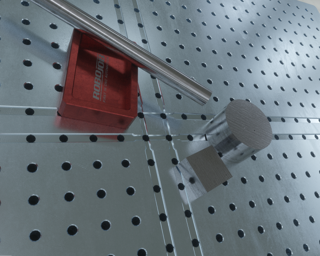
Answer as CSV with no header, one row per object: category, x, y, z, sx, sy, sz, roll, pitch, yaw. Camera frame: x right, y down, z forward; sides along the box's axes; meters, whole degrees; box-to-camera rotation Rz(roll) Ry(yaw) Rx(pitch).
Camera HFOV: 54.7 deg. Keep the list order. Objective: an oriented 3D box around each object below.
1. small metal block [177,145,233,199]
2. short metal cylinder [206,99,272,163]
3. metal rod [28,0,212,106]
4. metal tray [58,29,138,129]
small metal block,0.059,0.057,0.407,0.050,0.025,0.050,-21,73,-36
short metal cylinder,0.115,0.005,0.453,0.081,0.050,0.080,14,56,-21
metal rod,-0.063,-0.116,0.406,0.301,0.025,0.025,30,52,-9
metal tray,-0.076,-0.069,0.406,0.091,0.030,0.130,12,57,-22
